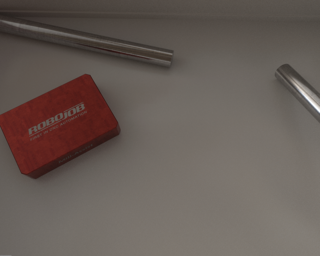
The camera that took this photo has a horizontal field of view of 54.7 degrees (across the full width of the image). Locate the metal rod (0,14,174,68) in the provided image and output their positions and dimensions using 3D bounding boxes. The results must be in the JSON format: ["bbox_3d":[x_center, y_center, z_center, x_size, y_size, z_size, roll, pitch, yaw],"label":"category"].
[{"bbox_3d":[-0.129,-0.132,0.456,0.302,0.025,0.025,13,71,4],"label":"metal rod"}]

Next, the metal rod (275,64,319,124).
[{"bbox_3d":[0.221,0.021,0.344,0.025,0.025,0.300,-18,48,-7],"label":"metal rod"}]

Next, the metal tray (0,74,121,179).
[{"bbox_3d":[-0.130,-0.004,0.407,0.131,0.030,0.090,-29,73,-11],"label":"metal tray"}]
